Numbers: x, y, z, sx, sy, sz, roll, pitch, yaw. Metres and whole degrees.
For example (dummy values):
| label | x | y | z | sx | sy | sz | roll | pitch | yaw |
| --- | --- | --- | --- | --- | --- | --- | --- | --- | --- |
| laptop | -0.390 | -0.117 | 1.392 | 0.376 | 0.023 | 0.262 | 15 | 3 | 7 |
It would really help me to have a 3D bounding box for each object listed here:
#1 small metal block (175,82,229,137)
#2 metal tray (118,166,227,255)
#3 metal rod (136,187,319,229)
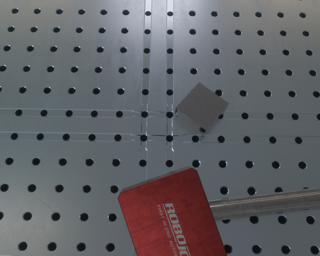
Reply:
| label | x | y | z | sx | sy | sz | roll | pitch | yaw |
| --- | --- | --- | --- | --- | --- | --- | --- | --- | --- |
| small metal block | 0.056 | -0.026 | 0.422 | 0.050 | 0.025 | 0.050 | 39 | 74 | 13 |
| metal tray | 0.017 | 0.118 | 0.344 | 0.090 | 0.030 | 0.129 | -19 | 88 | -3 |
| metal rod | 0.122 | 0.094 | 0.378 | 0.302 | 0.025 | 0.025 | -6 | 70 | -3 |
